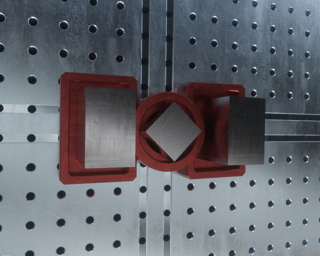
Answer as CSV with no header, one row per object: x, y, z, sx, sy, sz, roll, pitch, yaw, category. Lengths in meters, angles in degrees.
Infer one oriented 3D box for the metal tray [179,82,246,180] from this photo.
0.074,0.003,0.436,0.091,0.030,0.129,0,90,-20,metal tray

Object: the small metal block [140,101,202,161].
0.013,0.004,0.374,0.050,0.025,0.050,46,76,-14,small metal block

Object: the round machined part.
0.004,0.005,0.396,0.099,0.042,0.097,0,90,-20,round machined part

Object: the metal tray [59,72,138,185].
-0.076,0.001,0.381,0.091,0.030,0.129,1,90,-20,metal tray

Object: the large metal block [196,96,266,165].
0.089,0.003,0.402,0.050,0.080,0.080,2,90,-20,large metal block

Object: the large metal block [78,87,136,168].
-0.062,-0.001,0.346,0.050,0.080,0.080,1,90,-20,large metal block
